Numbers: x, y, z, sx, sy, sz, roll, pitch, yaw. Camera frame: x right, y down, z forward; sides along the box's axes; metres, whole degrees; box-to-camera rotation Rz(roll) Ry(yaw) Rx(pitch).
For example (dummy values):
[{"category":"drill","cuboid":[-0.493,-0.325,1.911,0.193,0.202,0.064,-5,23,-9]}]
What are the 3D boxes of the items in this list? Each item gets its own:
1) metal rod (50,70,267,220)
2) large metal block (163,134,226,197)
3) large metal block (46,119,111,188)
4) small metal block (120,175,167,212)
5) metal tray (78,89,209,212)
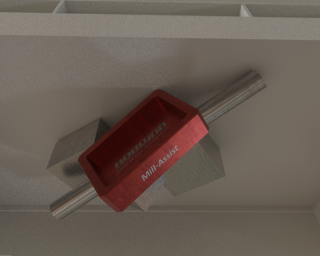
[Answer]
[{"category":"metal rod","cuboid":[-0.007,0.024,0.379,0.300,0.025,0.025,-33,124,7]},{"category":"large metal block","cuboid":[0.032,0.040,0.426,0.080,0.050,0.080,-27,126,20]},{"category":"large metal block","cuboid":[-0.091,0.046,0.426,0.080,0.050,0.080,-27,126,20]},{"category":"small metal block","cuboid":[-0.028,0.071,0.387,0.050,0.050,0.025,6,143,46]},{"category":"metal tray","cuboid":[-0.022,0.019,0.345,0.130,0.090,0.030,-42,126,-8]}]
